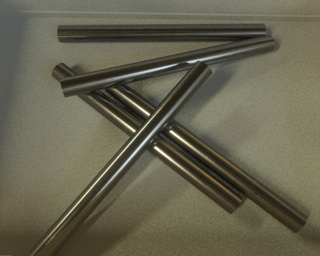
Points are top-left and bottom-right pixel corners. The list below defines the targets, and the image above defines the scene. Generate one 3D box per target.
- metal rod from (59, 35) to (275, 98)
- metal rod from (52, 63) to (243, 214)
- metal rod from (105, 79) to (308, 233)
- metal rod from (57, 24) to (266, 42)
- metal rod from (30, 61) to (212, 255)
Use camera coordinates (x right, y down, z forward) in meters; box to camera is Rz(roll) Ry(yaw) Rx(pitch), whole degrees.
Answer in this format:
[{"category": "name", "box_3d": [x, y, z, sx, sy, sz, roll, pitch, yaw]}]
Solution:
[{"category": "metal rod", "box_3d": [0.019, -0.088, 0.425, 0.302, 0.025, 0.025, -15, 71, -12]}, {"category": "metal rod", "box_3d": [-0.025, 0.007, 0.406, 0.300, 0.025, 0.025, 37, 74, 12]}, {"category": "metal rod", "box_3d": [0.050, 0.027, 0.400, 0.300, 0.025, 0.025, 37, 74, 12]}, {"category": "metal rod", "box_3d": [0.003, -0.141, 0.460, 0.302, 0.025, 0.025, -1, 70, -1]}, {"category": "metal rod", "box_3d": [-0.041, 0.035, 0.374, 0.025, 0.025, 0.300, 39, 82, 12]}]
